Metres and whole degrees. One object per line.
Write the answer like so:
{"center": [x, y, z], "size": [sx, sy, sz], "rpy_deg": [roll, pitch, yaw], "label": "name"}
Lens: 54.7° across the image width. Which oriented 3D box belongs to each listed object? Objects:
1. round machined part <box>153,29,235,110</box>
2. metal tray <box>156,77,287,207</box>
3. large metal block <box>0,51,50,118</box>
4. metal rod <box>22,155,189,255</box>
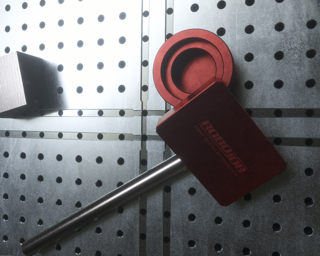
{"center": [0.044, -0.070, 0.387], "size": [0.098, 0.042, 0.097], "rpy_deg": [0, 90, 19], "label": "round machined part"}
{"center": [0.070, 0.018, 0.359], "size": [0.090, 0.030, 0.130], "rpy_deg": [-38, 102, 16], "label": "metal tray"}
{"center": [-0.226, -0.063, 0.477], "size": [0.080, 0.050, 0.080], "rpy_deg": [-14, 86, 19], "label": "large metal block"}
{"center": [-0.083, 0.112, 0.440], "size": [0.300, 0.025, 0.025], "rpy_deg": [-32, 80, 16], "label": "metal rod"}
